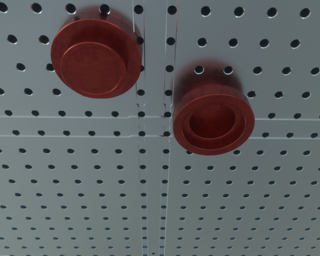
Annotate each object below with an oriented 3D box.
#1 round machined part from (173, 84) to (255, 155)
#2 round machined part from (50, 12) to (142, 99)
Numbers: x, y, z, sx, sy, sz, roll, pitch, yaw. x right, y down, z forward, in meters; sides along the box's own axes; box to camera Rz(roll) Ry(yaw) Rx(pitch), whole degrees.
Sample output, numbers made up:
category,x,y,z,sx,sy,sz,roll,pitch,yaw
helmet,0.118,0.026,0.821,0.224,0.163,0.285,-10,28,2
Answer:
category,x,y,z,sx,sy,sz,roll,pitch,yaw
round machined part,0.065,-0.014,0.390,0.099,0.042,0.097,-1,130,0
round machined part,-0.070,-0.071,0.339,0.099,0.042,0.097,-1,130,0
